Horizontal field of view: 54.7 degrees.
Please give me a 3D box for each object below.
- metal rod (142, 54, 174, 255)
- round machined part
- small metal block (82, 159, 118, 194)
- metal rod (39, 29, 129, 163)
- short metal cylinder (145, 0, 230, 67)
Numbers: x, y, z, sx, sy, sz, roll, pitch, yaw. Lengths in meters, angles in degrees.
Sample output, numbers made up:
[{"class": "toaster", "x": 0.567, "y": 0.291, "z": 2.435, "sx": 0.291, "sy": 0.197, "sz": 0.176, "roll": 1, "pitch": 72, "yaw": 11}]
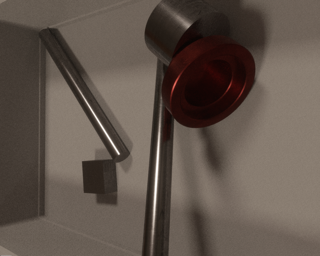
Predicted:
[{"class": "metal rod", "x": 0.001, "y": 0.041, "z": 0.332, "sx": 0.025, "sy": 0.025, "sz": 0.299, "roll": -19, "pitch": 55, "yaw": 38}, {"class": "round machined part", "x": 0.046, "y": -0.051, "z": 0.323, "sx": 0.097, "sy": 0.099, "sz": 0.042, "roll": -58, "pitch": 42, "yaw": 24}, {"class": "small metal block", "x": -0.094, "y": 0.075, "z": 0.482, "sx": 0.050, "sy": 0.025, "sz": 0.050, "roll": -7, "pitch": 86, "yaw": 39}, {"class": "metal rod", "x": -0.135, "y": -0.067, "z": 0.515, "sx": 0.025, "sy": 0.025, "sz": 0.300, "roll": -51, "pitch": 61, "yaw": 28}, {"class": "short metal cylinder", "x": 0.030, "y": -0.103, "z": 0.345, "sx": 0.050, "sy": 0.081, "sz": 0.080, "roll": 48, "pitch": 118, "yaw": 29}]
